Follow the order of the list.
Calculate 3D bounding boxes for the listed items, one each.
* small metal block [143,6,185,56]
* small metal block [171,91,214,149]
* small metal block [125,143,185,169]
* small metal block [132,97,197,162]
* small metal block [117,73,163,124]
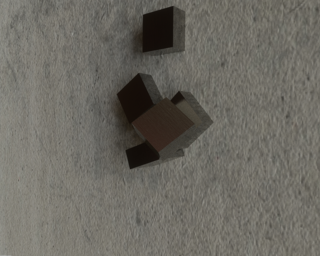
[{"bbox_3d":[0.005,-0.123,0.399,0.050,0.025,0.050,1,91,39],"label":"small metal block"},{"bbox_3d":[0.029,-0.009,0.380,0.050,0.025,0.050,-48,62,29],"label":"small metal block"},{"bbox_3d":[-0.006,0.032,0.392,0.050,0.050,0.025,-23,76,37],"label":"small metal block"},{"bbox_3d":[0.005,0.001,0.350,0.050,0.025,0.050,-38,60,-11],"label":"small metal block"},{"bbox_3d":[-0.027,-0.039,0.425,0.050,0.025,0.050,-38,67,33],"label":"small metal block"}]
